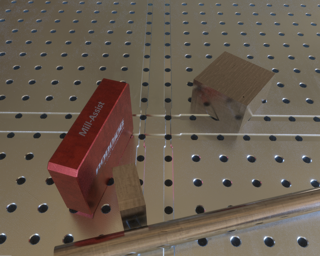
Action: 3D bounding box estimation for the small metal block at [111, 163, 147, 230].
[{"bbox_3d":[-0.032,0.073,0.329,0.025,0.050,0.050,-11,51,-10],"label":"small metal block"}]

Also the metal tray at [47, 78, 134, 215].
[{"bbox_3d":[-0.069,0.019,0.348,0.030,0.089,0.130,14,51,11],"label":"metal tray"}]

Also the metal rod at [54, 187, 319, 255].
[{"bbox_3d":[0.047,0.101,0.323,0.302,0.025,0.025,-10,51,-9],"label":"metal rod"}]

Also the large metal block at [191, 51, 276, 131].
[{"bbox_3d":[0.102,-0.054,0.438,0.080,0.050,0.080,32,57,23],"label":"large metal block"}]
